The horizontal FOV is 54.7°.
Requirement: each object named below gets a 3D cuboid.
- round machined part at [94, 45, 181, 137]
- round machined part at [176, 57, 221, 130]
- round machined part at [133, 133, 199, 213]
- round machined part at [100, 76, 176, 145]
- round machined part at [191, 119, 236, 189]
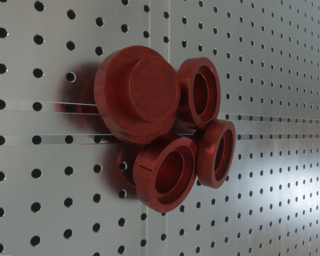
[{"bbox_3d":[-0.016,-0.039,0.331,0.099,0.042,0.097,0,90,-40],"label":"round machined part"},{"bbox_3d":[0.045,-0.046,0.426,0.099,0.042,0.097,-3,94,-56],"label":"round machined part"},{"bbox_3d":[0.004,0.053,0.392,0.099,0.042,0.097,-23,121,-44],"label":"round machined part"},{"bbox_3d":[-0.029,-0.029,0.374,0.099,0.042,0.097,0,90,-40],"label":"round machined part"},{"bbox_3d":[0.073,0.034,0.446,0.099,0.042,0.097,-32,127,-54],"label":"round machined part"}]
